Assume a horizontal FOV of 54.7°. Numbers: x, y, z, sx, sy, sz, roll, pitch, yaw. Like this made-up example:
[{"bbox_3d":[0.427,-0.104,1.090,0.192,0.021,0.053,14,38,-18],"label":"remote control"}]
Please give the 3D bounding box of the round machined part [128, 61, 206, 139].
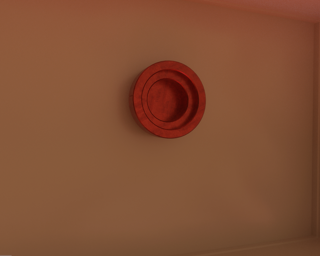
[{"bbox_3d":[0.006,-0.036,0.405,0.099,0.042,0.097,0,90,-21],"label":"round machined part"}]
